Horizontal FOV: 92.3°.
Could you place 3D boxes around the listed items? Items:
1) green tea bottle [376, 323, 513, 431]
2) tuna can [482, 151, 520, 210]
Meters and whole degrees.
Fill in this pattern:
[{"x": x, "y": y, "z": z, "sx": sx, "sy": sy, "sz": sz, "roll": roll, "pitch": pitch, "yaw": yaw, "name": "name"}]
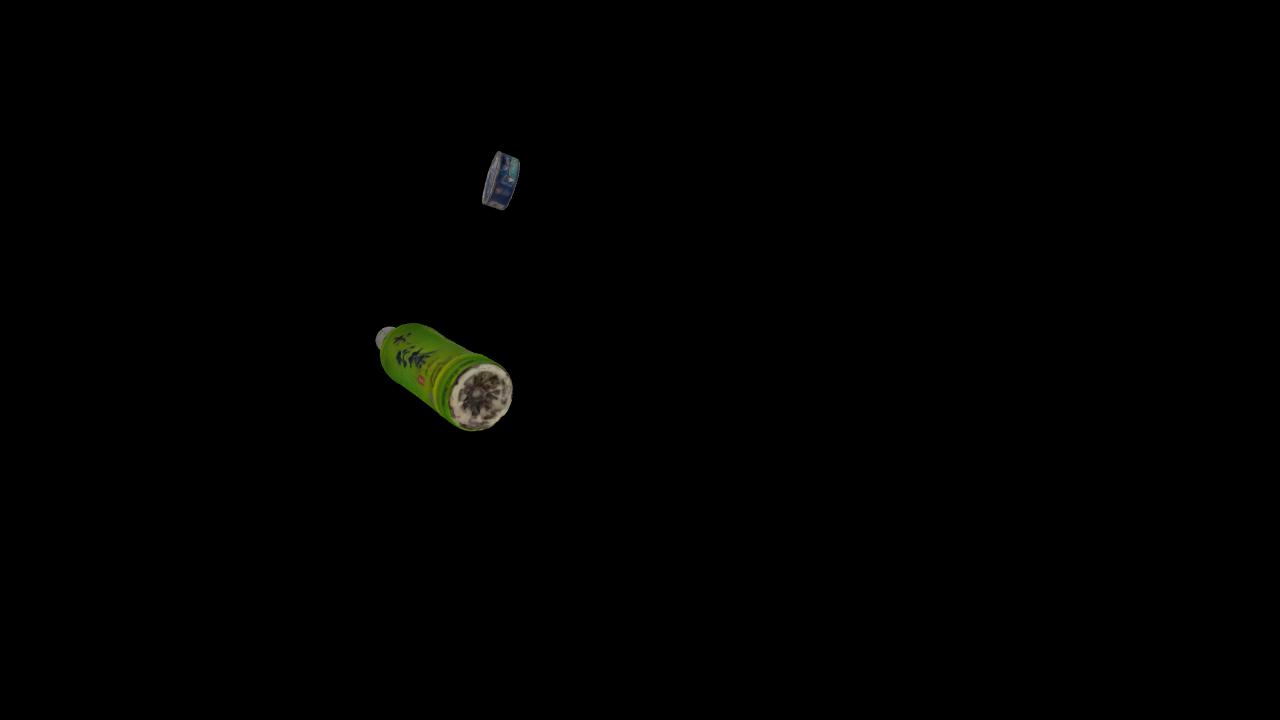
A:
[{"x": -0.213, "y": 0.006, "z": 0.626, "sx": 0.212, "sy": 0.073, "sz": 0.073, "roll": 20, "pitch": 13, "yaw": 42, "name": "green tea bottle"}, {"x": -0.214, "y": -0.274, "z": 0.946, "sx": 0.034, "sy": 0.084, "sz": 0.084, "roll": 15, "pitch": -7, "yaw": -25, "name": "tuna can"}]
